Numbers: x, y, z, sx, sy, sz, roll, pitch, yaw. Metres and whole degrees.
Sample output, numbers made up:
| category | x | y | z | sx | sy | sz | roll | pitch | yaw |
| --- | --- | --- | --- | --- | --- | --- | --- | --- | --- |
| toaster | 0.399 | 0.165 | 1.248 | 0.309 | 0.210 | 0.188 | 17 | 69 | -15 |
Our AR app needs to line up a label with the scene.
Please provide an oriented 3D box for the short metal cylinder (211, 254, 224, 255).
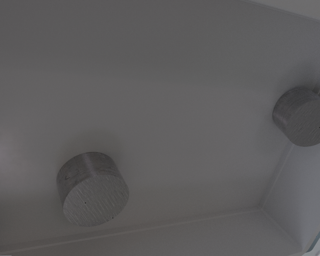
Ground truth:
| category | x | y | z | sx | sy | sz | roll | pitch | yaw |
| --- | --- | --- | --- | --- | --- | --- | --- | --- | --- |
| short metal cylinder | 0.119 | 0.315 | 0.655 | 0.081 | 0.050 | 0.079 | -14 | 124 | -21 |

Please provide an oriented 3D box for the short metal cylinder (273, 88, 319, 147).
| category | x | y | z | sx | sy | sz | roll | pitch | yaw |
| --- | --- | --- | --- | --- | --- | --- | --- | --- | --- |
| short metal cylinder | 0.228 | -0.017 | 0.490 | 0.081 | 0.050 | 0.079 | -3 | 118 | -5 |

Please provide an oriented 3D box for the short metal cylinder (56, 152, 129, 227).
| category | x | y | z | sx | sy | sz | roll | pitch | yaw |
| --- | --- | --- | --- | --- | --- | --- | --- | --- | --- |
| short metal cylinder | -0.086 | 0.077 | 0.393 | 0.081 | 0.050 | 0.079 | -14 | 124 | -21 |
